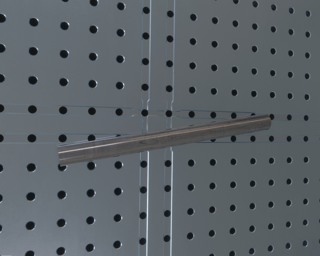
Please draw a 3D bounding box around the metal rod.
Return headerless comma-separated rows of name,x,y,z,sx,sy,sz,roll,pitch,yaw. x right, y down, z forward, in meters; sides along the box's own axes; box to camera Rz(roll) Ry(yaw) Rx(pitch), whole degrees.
metal rod,0.020,0.012,0.419,0.302,0.025,0.025,-9,93,-20
